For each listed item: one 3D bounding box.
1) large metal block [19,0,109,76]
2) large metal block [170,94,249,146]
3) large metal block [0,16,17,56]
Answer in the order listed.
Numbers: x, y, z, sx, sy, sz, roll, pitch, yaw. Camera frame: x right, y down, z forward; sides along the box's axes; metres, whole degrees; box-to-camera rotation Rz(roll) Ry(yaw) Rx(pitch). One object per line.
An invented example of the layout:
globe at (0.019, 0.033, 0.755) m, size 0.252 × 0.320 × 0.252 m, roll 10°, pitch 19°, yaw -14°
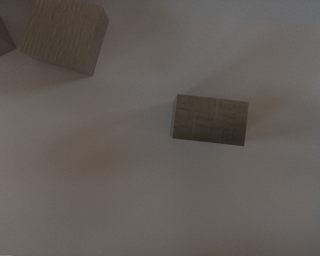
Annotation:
large metal block at (-0.119, -0.120, 0.397) m, size 0.080 × 0.050 × 0.080 m, roll 16°, pitch 90°, yaw -1°
large metal block at (0.056, -0.009, 0.385) m, size 0.081 × 0.080 × 0.050 m, roll 6°, pitch 90°, yaw -1°
large metal block at (-0.241, -0.113, 0.380) m, size 0.080 × 0.080 × 0.050 m, roll -26°, pitch 91°, yaw -2°
